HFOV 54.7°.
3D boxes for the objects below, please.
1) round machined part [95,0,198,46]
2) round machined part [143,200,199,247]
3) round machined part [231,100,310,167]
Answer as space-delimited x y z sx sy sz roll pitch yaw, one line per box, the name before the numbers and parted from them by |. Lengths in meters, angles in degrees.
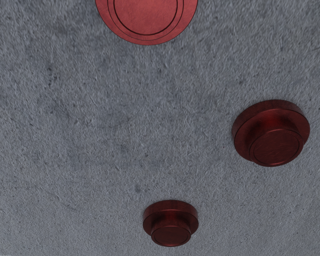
round machined part | -0.013 -0.123 0.291 0.099 0.042 0.097 0 130 0
round machined part | 0.019 0.173 0.543 0.099 0.042 0.097 0 130 0
round machined part | 0.148 0.014 0.409 0.099 0.042 0.097 0 130 0
